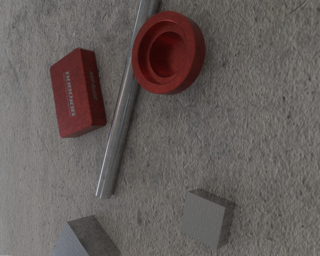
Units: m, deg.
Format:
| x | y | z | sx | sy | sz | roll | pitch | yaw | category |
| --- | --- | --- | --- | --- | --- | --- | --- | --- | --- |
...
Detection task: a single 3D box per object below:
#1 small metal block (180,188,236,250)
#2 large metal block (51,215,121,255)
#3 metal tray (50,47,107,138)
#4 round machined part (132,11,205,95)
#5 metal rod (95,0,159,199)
| x | y | z | sx | sy | sz | roll | pitch | yaw | category |
| --- | --- | --- | --- | --- | --- | --- | --- | --- | --- |
| 0.055 | 0.104 | 0.360 | 0.050 | 0.025 | 0.050 | 16 | 100 | 39 | small metal block |
| -0.119 | 0.199 | 0.487 | 0.080 | 0.050 | 0.080 | 42 | 115 | 32 | large metal block |
| -0.138 | -0.056 | 0.516 | 0.090 | 0.030 | 0.129 | -19 | 78 | 38 | metal tray |
| 0.014 | -0.089 | 0.382 | 0.098 | 0.042 | 0.097 | 0 | 90 | 40 | round machined part |
| -0.049 | -0.037 | 0.445 | 0.025 | 0.025 | 0.298 | 24 | 105 | 37 | metal rod |
